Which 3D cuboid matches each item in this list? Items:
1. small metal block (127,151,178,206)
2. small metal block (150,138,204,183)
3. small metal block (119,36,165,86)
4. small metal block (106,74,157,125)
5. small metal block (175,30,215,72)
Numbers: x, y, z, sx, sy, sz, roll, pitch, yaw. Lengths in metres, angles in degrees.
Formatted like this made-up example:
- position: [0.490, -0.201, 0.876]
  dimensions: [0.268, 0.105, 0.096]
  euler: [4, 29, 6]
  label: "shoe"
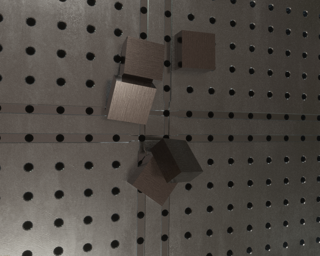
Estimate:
- position: [-0.006, 0.067, 0.412]
  dimensions: [0.050, 0.025, 0.050]
  euler: [39, 77, -16]
  label: "small metal block"
- position: [0.022, 0.042, 0.398]
  dimensions: [0.050, 0.025, 0.050]
  euler: [9, 46, -51]
  label: "small metal block"
- position: [-0.023, -0.085, 0.401]
  dimensions: [0.050, 0.025, 0.050]
  euler: [9, 77, -20]
  label: "small metal block"
- position: [-0.037, -0.035, 0.389]
  dimensions: [0.050, 0.025, 0.050]
  euler: [9, 114, -20]
  label: "small metal block"
- position: [0.049, -0.106, 0.432]
  dimensions: [0.050, 0.025, 0.050]
  euler: [0, 90, -21]
  label: "small metal block"
